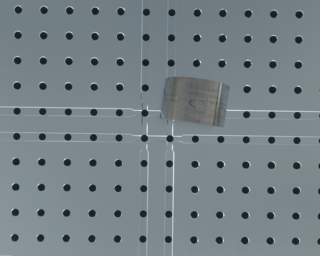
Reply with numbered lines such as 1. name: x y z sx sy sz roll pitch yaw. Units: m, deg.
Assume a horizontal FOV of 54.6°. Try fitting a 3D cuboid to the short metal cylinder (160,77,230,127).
1. short metal cylinder: 0.043 -0.031 0.386 0.080 0.080 0.050 8 90 0
